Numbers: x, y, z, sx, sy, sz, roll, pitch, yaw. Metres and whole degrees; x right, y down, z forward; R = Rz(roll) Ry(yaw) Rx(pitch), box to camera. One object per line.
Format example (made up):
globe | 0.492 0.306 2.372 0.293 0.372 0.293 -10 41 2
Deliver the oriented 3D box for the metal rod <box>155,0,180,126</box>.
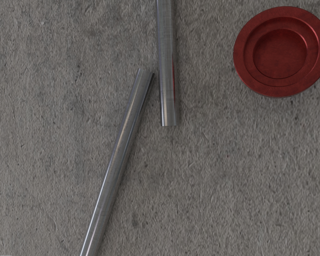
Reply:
metal rod | 0.007 -0.152 0.406 0.025 0.025 0.298 -3 89 20

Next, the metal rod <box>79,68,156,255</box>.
metal rod | -0.064 0.064 0.431 0.025 0.025 0.298 21 97 19

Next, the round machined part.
round machined part | 0.136 -0.082 0.352 0.098 0.042 0.097 0 90 20
